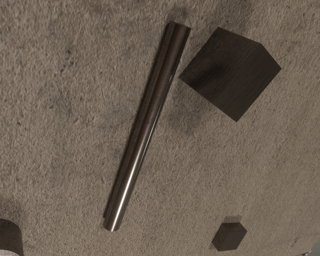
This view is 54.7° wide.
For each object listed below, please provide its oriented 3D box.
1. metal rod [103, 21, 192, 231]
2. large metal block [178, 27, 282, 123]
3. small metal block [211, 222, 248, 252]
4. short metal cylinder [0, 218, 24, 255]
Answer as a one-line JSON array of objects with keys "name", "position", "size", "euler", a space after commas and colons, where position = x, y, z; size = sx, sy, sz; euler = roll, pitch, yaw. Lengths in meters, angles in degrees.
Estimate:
[{"name": "metal rod", "position": [-0.024, 0.014, 0.403], "size": [0.025, 0.025, 0.298], "euler": [6, 115, -32]}, {"name": "large metal block", "position": [0.082, -0.067, 0.377], "size": [0.050, 0.080, 0.080], "euler": [32, 101, -39]}, {"name": "small metal block", "position": [0.139, 0.218, 0.621], "size": [0.050, 0.025, 0.050], "euler": [9, 114, -33]}, {"name": "short metal cylinder", "position": [-0.209, 0.157, 0.374], "size": [0.081, 0.050, 0.079], "euler": [-14, 125, -21]}]
